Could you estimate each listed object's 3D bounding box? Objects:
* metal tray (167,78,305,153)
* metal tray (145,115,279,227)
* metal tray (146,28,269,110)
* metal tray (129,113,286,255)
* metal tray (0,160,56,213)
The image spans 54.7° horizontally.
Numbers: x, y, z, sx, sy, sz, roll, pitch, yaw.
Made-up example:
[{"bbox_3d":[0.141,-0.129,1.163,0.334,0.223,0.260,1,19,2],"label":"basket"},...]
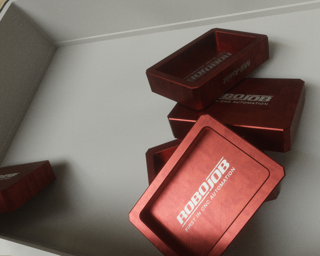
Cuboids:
[{"bbox_3d":[0.086,-0.021,0.350,0.130,0.030,0.090,7,42,31],"label":"metal tray"},{"bbox_3d":[0.052,0.049,0.345,0.130,0.030,0.090,-20,54,16],"label":"metal tray"},{"bbox_3d":[0.059,-0.079,0.384,0.131,0.030,0.090,-37,40,-24],"label":"metal tray"},{"bbox_3d":[0.042,0.063,0.293,0.090,0.030,0.130,38,98,22],"label":"metal tray"},{"bbox_3d":[-0.227,0.085,0.436,0.130,0.030,0.090,-10,16,22],"label":"metal tray"}]
